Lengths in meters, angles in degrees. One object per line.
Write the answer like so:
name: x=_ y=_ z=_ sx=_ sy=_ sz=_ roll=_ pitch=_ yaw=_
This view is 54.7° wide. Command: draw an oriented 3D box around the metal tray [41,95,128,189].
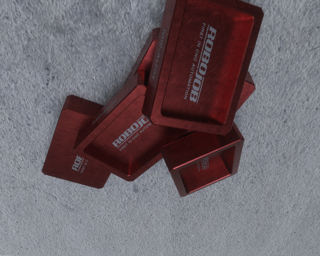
metal tray: x=-0.101 y=0.025 z=0.424 sx=0.091 sy=0.030 sz=0.129 roll=19 pitch=127 yaw=-16

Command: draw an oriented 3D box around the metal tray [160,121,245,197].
metal tray: x=0.056 y=0.044 z=0.399 sx=0.090 sy=0.030 sz=0.130 roll=-23 pitch=153 yaw=-2

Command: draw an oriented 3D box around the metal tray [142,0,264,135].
metal tray: x=0.041 y=-0.063 z=0.307 sx=0.091 sy=0.030 sz=0.129 roll=9 pitch=103 yaw=-21

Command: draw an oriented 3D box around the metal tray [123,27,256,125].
metal tray: x=0.032 y=-0.048 z=0.365 sx=0.131 sy=0.030 sz=0.089 roll=21 pitch=127 yaw=-18

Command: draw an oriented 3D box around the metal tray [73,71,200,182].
metal tray: x=-0.029 y=0.004 z=0.369 sx=0.090 sy=0.030 sz=0.130 roll=34 pitch=122 yaw=-26
